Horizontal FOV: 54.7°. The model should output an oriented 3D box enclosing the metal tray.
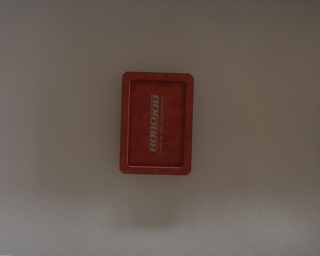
[{"bbox_3d":[-0.004,-0.006,0.406,0.091,0.030,0.129,2,90,-1],"label":"metal tray"}]
